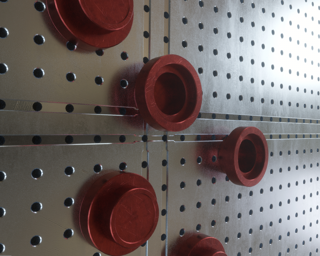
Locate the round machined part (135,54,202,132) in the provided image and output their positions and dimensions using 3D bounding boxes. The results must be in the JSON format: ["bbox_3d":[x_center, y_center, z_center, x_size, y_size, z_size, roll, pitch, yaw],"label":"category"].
[{"bbox_3d":[0.007,-0.044,0.406,0.099,0.042,0.097,0,90,-40],"label":"round machined part"}]

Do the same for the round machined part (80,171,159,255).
[{"bbox_3d":[-0.040,0.102,0.367,0.099,0.042,0.097,0,90,-40],"label":"round machined part"}]

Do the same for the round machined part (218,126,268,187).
[{"bbox_3d":[0.135,0.046,0.515,0.099,0.042,0.097,0,90,-40],"label":"round machined part"}]

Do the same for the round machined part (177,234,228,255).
[{"bbox_3d":[0.068,0.212,0.459,0.099,0.042,0.097,0,90,-40],"label":"round machined part"}]

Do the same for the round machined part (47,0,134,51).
[{"bbox_3d":[-0.069,-0.138,0.342,0.099,0.042,0.097,0,90,-40],"label":"round machined part"}]
